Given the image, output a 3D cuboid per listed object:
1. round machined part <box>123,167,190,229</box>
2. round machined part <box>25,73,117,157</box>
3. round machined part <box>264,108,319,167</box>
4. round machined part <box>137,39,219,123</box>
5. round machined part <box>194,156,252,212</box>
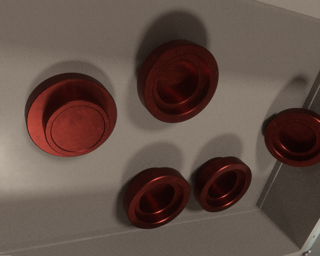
[{"bbox_3d":[-0.008,0.097,0.455,0.099,0.042,0.097,-14,125,-21],"label":"round machined part"},{"bbox_3d":[-0.094,-0.008,0.342,0.099,0.042,0.097,-14,125,-21],"label":"round machined part"},{"bbox_3d":[0.227,0.012,0.508,0.042,0.098,0.097,-41,142,-50],"label":"round machined part"},{"bbox_3d":[0.018,-0.058,0.373,0.099,0.042,0.097,-14,125,-21],"label":"round machined part"},{"bbox_3d":[0.097,0.087,0.507,0.099,0.042,0.097,-14,125,-21],"label":"round machined part"}]
